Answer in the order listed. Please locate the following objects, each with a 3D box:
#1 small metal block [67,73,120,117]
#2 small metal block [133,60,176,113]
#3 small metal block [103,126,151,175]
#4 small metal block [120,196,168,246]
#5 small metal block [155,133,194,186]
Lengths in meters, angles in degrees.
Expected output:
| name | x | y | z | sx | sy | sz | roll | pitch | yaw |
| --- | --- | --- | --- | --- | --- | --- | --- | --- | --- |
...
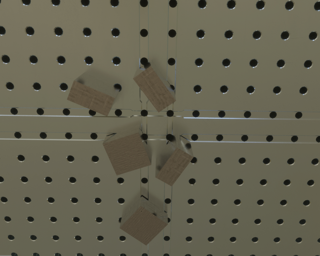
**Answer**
| name | x | y | z | sx | sy | sz | roll | pitch | yaw |
| --- | --- | --- | --- | --- | --- | --- | --- | --- | --- |
| small metal block | -0.080 | -0.043 | 0.384 | 0.050 | 0.050 | 0.025 | 23 | 109 | -8 |
| small metal block | -0.006 | -0.053 | 0.381 | 0.025 | 0.050 | 0.050 | -34 | 107 | 12 |
| small metal block | -0.044 | 0.031 | 0.424 | 0.050 | 0.025 | 0.050 | -18 | 109 | 6 |
| small metal block | -0.024 | 0.139 | 0.464 | 0.050 | 0.025 | 0.050 | 38 | 106 | -13 |
| small metal block | 0.018 | 0.041 | 0.415 | 0.025 | 0.050 | 0.050 | 31 | 107 | -11 |
